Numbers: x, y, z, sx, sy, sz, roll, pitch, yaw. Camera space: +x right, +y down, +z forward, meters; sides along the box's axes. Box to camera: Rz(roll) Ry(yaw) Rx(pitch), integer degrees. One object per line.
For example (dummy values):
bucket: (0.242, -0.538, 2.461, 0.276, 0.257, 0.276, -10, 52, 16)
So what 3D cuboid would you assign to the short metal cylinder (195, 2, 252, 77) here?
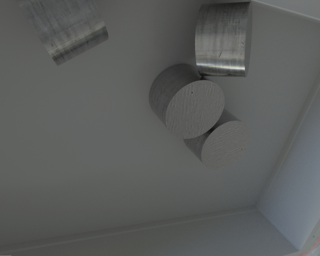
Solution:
short metal cylinder: (0.074, -0.098, 0.347, 0.050, 0.080, 0.079, 5, 127, 19)

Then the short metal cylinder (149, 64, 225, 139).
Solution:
short metal cylinder: (0.033, -0.033, 0.390, 0.081, 0.050, 0.079, -14, 127, -19)

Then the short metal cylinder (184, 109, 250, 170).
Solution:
short metal cylinder: (0.081, 0.013, 0.447, 0.081, 0.050, 0.079, -14, 125, -21)

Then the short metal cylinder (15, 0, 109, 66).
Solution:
short metal cylinder: (-0.087, -0.100, 0.264, 0.050, 0.080, 0.080, -31, 129, -9)
